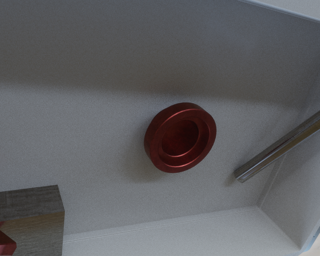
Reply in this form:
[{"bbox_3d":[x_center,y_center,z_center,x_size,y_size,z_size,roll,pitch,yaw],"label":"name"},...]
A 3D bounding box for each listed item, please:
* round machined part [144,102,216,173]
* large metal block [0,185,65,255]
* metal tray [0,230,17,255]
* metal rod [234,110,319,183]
[{"bbox_3d":[0.023,0.009,0.418,0.099,0.042,0.097,-14,124,-21],"label":"round machined part"},{"bbox_3d":[-0.165,0.122,0.379,0.081,0.050,0.079,-3,120,-28],"label":"large metal block"},{"bbox_3d":[-0.197,0.134,0.261,0.090,0.030,0.130,-61,159,-9],"label":"metal tray"},{"bbox_3d":[0.230,-0.004,0.466,0.025,0.025,0.299,20,129,-36],"label":"metal rod"}]
